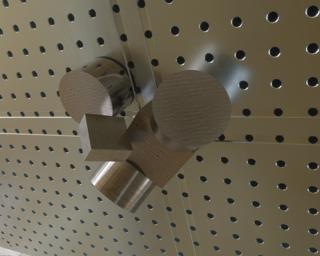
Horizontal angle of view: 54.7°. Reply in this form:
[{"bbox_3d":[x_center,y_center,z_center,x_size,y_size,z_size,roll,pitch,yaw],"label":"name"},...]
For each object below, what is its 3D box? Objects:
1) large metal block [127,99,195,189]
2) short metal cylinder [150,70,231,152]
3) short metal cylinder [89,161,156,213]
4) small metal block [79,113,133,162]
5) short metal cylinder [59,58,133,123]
[{"bbox_3d":[-0.001,0.018,0.399,0.080,0.050,0.080,38,129,2],"label":"large metal block"},{"bbox_3d":[0.030,-0.016,0.336,0.080,0.080,0.050,37,167,3],"label":"short metal cylinder"},{"bbox_3d":[-0.051,0.074,0.436,0.080,0.080,0.050,37,84,5],"label":"short metal cylinder"},{"bbox_3d":[-0.065,0.012,0.368,0.025,0.050,0.050,-53,44,41],"label":"small metal block"},{"bbox_3d":[-0.083,-0.046,0.406,0.080,0.050,0.079,13,124,21],"label":"short metal cylinder"}]
